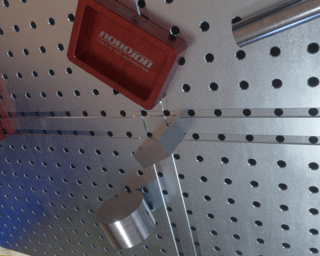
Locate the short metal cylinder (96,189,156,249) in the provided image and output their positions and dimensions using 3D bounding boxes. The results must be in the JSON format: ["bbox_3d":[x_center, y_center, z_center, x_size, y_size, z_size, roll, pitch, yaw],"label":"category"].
[{"bbox_3d":[-0.054,0.143,0.493,0.080,0.080,0.050,-11,113,33],"label":"short metal cylinder"}]

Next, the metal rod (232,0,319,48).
[{"bbox_3d":[0.198,-0.125,0.228,0.300,0.025,0.025,-15,111,34],"label":"metal rod"}]

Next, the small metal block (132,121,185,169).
[{"bbox_3d":[-0.001,0.022,0.410,0.050,0.050,0.025,-31,101,38],"label":"small metal block"}]

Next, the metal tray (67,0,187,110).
[{"bbox_3d":[-0.044,-0.092,0.374,0.130,0.030,0.089,33,129,6],"label":"metal tray"}]

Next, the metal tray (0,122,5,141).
[{"bbox_3d":[-0.345,-0.035,0.568,0.090,0.030,0.129,12,124,21],"label":"metal tray"}]
